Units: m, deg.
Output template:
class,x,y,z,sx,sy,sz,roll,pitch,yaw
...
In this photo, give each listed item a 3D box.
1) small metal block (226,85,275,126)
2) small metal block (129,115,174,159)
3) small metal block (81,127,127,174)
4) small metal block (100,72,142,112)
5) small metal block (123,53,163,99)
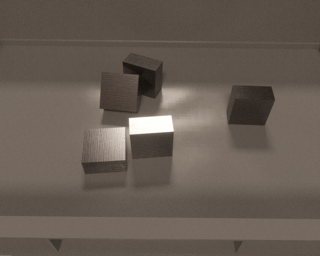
class,x,y,z,sx,sy,sz,roll,pitch,yaw
small metal block,0.120,-0.030,0.415,0.050,0.050,0.025,2,50,1
small metal block,-0.011,0.012,0.379,0.050,0.050,0.025,-4,50,-4
small metal block,-0.067,0.027,0.381,0.050,0.025,0.050,-3,50,-3
small metal block,-0.054,-0.050,0.428,0.050,0.050,0.025,6,9,4
small metal block,-0.025,-0.076,0.452,0.050,0.050,0.025,18,49,14
